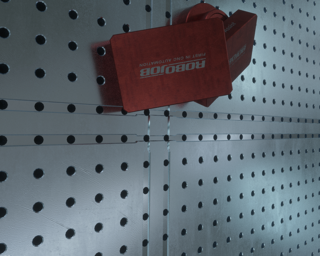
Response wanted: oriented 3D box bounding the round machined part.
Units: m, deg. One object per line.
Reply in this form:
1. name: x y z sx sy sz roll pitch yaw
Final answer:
1. round machined part: 0.073 -0.136 0.459 0.099 0.042 0.097 0 90 -40

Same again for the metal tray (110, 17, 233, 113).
1. metal tray: 0.014 -0.074 0.370 0.131 0.030 0.089 -11 99 -2

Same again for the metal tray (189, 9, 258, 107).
1. metal tray: 0.092 -0.102 0.453 0.131 0.030 0.090 -44 147 -28
